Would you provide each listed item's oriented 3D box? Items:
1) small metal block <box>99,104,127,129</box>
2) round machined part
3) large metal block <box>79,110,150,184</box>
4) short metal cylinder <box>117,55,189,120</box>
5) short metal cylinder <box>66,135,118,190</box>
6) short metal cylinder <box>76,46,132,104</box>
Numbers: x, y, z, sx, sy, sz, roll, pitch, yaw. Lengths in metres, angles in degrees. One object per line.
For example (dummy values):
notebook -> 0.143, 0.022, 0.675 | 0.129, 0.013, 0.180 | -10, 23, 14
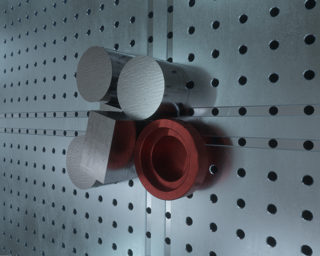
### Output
small metal block -> -0.068, -0.008, 0.465 | 0.050, 0.025, 0.050 | 19, 102, 38
round machined part -> 0.018, 0.037, 0.384 | 0.098, 0.042, 0.097 | 0, 90, 40
large metal block -> -0.053, 0.022, 0.413 | 0.050, 0.081, 0.079 | 20, 103, 38
short metal cylinder -> -0.009, -0.050, 0.401 | 0.080, 0.050, 0.080 | 0, 90, 40
short metal cylinder -> -0.099, 0.051, 0.475 | 0.080, 0.050, 0.080 | 0, 90, 40
short metal cylinder -> -0.079, -0.076, 0.458 | 0.080, 0.050, 0.080 | 0, 90, 40
